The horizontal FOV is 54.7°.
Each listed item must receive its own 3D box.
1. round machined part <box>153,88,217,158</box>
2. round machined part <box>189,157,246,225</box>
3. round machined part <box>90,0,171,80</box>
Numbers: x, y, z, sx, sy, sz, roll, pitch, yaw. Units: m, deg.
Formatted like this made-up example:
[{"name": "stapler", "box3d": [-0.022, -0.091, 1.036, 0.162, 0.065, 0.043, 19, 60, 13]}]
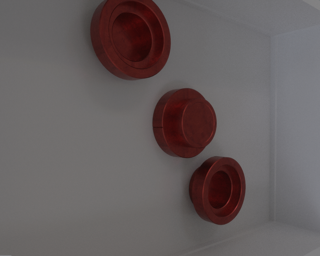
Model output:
[{"name": "round machined part", "box3d": [0.041, -0.007, 0.430, 0.099, 0.042, 0.097, 0, 90, -40]}, {"name": "round machined part", "box3d": [0.082, 0.091, 0.464, 0.099, 0.042, 0.097, 0, 90, -40]}, {"name": "round machined part", "box3d": [-0.037, -0.105, 0.364, 0.099, 0.042, 0.097, 0, 90, -40]}]
